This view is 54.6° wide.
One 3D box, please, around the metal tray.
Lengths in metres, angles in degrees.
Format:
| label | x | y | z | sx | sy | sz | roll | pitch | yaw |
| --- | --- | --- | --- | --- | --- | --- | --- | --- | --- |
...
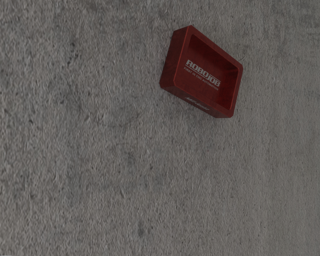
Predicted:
| label | x | y | z | sx | sy | sz | roll | pitch | yaw |
| --- | --- | --- | --- | --- | --- | --- | --- | --- | --- |
| metal tray | 0.066 | -0.077 | 0.454 | 0.131 | 0.030 | 0.090 | 24 | 75 | -37 |
